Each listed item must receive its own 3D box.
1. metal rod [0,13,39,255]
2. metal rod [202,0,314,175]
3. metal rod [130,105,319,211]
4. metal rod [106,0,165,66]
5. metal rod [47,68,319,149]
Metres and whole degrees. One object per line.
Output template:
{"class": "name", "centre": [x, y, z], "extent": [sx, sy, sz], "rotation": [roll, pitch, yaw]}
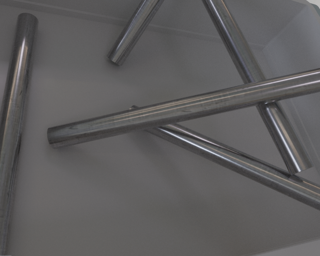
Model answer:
{"class": "metal rod", "centre": [-0.155, -0.008, 0.326], "extent": [0.025, 0.025, 0.299], "rotation": [8, 58, -24]}
{"class": "metal rod", "centre": [0.097, -0.088, 0.369], "extent": [0.025, 0.025, 0.299], "rotation": [-9, 69, -32]}
{"class": "metal rod", "centre": [0.094, 0.040, 0.353], "extent": [0.301, 0.025, 0.025], "rotation": [24, 49, 18]}
{"class": "metal rod", "centre": [0.021, -0.212, 0.400], "extent": [0.025, 0.299, 0.025], "rotation": [34, 13, -9]}
{"class": "metal rod", "centre": [0.029, -0.021, 0.330], "extent": [0.302, 0.025, 0.025], "rotation": [-12, 63, 3]}
